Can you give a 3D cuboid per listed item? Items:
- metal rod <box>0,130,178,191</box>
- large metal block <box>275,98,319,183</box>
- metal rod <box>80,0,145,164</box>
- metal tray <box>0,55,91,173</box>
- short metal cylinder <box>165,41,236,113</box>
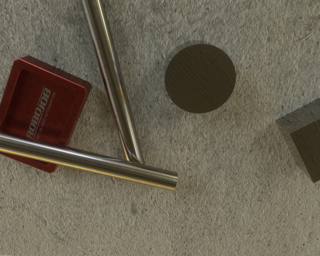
[{"bbox_3d":[-0.125,0.034,0.387,0.302,0.025,0.025,14,109,-7],"label":"metal rod"},{"bbox_3d":[0.212,0.012,0.404,0.080,0.050,0.080,-29,108,10],"label":"large metal block"},{"bbox_3d":[-0.064,-0.085,0.377,0.025,0.025,0.298,-12,110,4],"label":"metal rod"},{"bbox_3d":[-0.155,-0.015,0.399,0.090,0.030,0.129,24,108,-9],"label":"metal tray"},{"bbox_3d":[0.046,-0.063,0.374,0.081,0.050,0.079,0,110,-1],"label":"short metal cylinder"}]
